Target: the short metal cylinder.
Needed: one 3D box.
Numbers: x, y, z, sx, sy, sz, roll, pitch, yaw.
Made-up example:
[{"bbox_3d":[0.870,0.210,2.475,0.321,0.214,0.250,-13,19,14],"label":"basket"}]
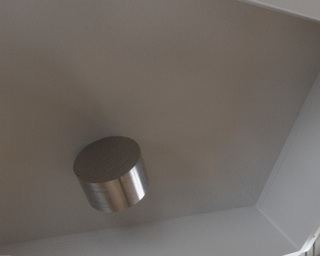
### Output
[{"bbox_3d":[-0.058,0.054,0.376,0.081,0.080,0.050,-23,127,-15],"label":"short metal cylinder"}]
